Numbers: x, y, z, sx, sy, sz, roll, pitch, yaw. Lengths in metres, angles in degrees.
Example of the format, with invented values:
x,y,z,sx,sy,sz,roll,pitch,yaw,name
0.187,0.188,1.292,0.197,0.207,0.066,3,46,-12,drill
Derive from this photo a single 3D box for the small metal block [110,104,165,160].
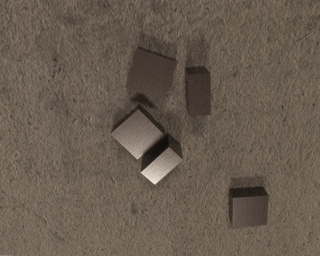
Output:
x,y,z,sx,sy,sz,roll,pitch,yaw,name
-0.029,0.005,0.411,0.050,0.025,0.050,-41,106,13,small metal block

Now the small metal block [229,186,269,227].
x,y,z,sx,sy,sz,roll,pitch,yaw,name
0.129,0.115,0.454,0.050,0.025,0.050,-4,110,1,small metal block

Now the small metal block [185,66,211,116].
x,y,z,sx,sy,sz,roll,pitch,yaw,name
0.046,-0.046,0.380,0.025,0.050,0.050,-4,110,1,small metal block

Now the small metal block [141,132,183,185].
x,y,z,sx,sy,sz,roll,pitch,yaw,name
0.002,0.039,0.411,0.050,0.050,0.025,-43,105,14,small metal block

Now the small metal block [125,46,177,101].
x,y,z,sx,sy,sz,roll,pitch,yaw,name
-0.011,-0.068,0.385,0.050,0.025,0.050,18,109,-7,small metal block
